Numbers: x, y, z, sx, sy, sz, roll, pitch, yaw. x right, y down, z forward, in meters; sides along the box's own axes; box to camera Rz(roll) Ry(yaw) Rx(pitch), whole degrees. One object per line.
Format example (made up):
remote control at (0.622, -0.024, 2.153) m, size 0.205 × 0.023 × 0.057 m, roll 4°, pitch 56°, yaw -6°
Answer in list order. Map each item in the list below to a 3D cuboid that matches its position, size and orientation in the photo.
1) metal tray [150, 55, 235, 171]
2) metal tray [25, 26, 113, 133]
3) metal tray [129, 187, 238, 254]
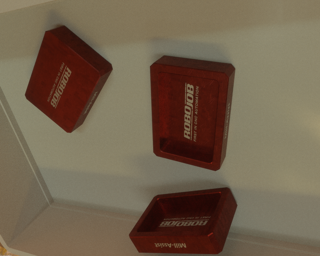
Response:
metal tray at (0.037, -0.016, 0.375) m, size 0.090 × 0.030 × 0.129 m, roll 12°, pitch 124°, yaw 21°
metal tray at (-0.132, -0.064, 0.436) m, size 0.090 × 0.030 × 0.129 m, roll 40°, pitch 129°, yaw 1°
metal tray at (0.032, 0.128, 0.428) m, size 0.130 × 0.090 × 0.030 m, roll -14°, pitch 111°, yaw 34°
